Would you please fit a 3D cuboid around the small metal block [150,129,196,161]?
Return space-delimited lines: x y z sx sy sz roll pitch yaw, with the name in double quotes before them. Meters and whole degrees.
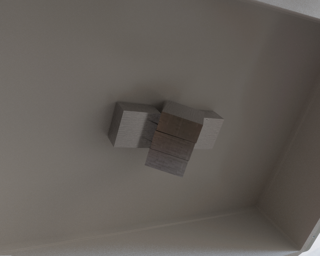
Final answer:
"small metal block" 0.019 0.013 0.397 0.050 0.050 0.025 18 113 3

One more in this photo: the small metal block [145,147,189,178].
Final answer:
"small metal block" 0.012 0.035 0.407 0.050 0.050 0.025 18 113 3

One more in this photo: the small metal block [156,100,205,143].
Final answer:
"small metal block" 0.027 -0.009 0.388 0.050 0.050 0.025 19 112 3

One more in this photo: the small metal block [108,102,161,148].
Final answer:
"small metal block" -0.033 -0.003 0.388 0.050 0.025 0.050 4 117 -31

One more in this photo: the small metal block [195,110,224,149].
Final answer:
"small metal block" 0.056 0.002 0.441 0.050 0.025 0.050 3 117 -30
